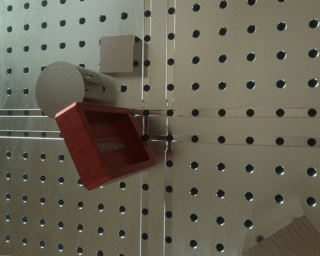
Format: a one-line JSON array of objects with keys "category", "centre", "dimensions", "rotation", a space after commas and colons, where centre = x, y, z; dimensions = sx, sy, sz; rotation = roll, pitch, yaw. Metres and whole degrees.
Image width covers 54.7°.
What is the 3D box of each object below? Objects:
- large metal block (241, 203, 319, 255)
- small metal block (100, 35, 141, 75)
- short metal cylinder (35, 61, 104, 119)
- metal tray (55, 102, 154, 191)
[{"category": "large metal block", "centre": [0.151, 0.145, 0.346], "dimensions": [0.080, 0.050, 0.080], "rotation": [-40, 78, 15]}, {"category": "small metal block", "centre": [-0.055, -0.100, 0.432], "dimensions": [0.050, 0.025, 0.050], "rotation": [2, 91, 20]}, {"category": "short metal cylinder", "centre": [-0.128, -0.051, 0.445], "dimensions": [0.080, 0.050, 0.079], "rotation": [0, 90, 20]}, {"category": "metal tray", "centre": [-0.060, 0.018, 0.378], "dimensions": [0.030, 0.130, 0.090], "rotation": [-29, 81, 18]}]
